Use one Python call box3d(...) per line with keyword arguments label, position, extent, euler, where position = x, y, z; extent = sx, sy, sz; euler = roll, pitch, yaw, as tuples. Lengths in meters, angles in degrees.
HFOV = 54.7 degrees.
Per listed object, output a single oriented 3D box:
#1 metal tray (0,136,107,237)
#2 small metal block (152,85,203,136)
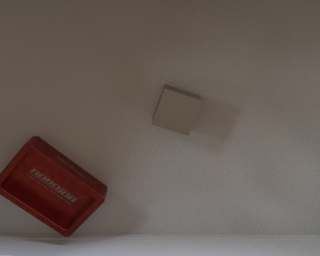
box3d(label="metal tray", position=(-0.153, 0.085, 0.437), extent=(0.130, 0.030, 0.090), euler=(40, 105, -14))
box3d(label="small metal block", position=(0.021, -0.023, 0.403), extent=(0.050, 0.025, 0.050), euler=(18, 109, -7))
